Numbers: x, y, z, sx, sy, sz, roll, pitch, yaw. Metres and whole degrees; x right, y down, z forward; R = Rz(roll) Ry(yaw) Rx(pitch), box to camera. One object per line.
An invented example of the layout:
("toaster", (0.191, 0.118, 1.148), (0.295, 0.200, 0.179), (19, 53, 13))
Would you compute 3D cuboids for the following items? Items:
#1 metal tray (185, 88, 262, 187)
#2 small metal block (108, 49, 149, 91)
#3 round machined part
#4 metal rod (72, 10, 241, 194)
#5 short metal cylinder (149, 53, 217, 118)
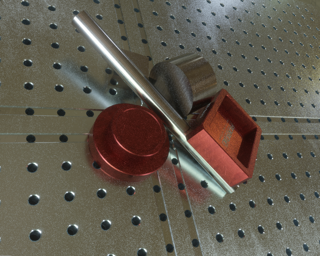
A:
("metal tray", (0.093, 0.008, 0.425), (0.090, 0.030, 0.131), (46, 35, -6))
("small metal block", (-0.044, -0.080, 0.435), (0.050, 0.025, 0.050), (13, 56, -22))
("round machined part", (-0.032, 0.011, 0.374), (0.099, 0.042, 0.098), (14, 56, -21))
("metal rod", (-0.001, -0.030, 0.405), (0.300, 0.025, 0.025), (48, 51, -5))
("short metal cylinder", (0.030, -0.058, 0.426), (0.050, 0.080, 0.080), (-28, 78, -38))
